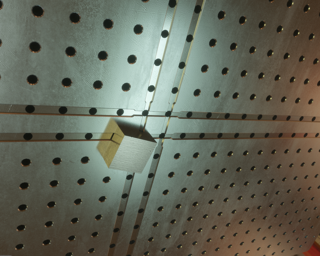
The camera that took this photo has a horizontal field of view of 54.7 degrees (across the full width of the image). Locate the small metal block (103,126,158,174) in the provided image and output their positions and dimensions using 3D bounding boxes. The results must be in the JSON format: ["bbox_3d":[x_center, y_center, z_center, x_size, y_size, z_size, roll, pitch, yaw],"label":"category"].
[{"bbox_3d":[-0.040,0.030,0.409,0.050,0.025,0.050,16,110,-35],"label":"small metal block"}]
